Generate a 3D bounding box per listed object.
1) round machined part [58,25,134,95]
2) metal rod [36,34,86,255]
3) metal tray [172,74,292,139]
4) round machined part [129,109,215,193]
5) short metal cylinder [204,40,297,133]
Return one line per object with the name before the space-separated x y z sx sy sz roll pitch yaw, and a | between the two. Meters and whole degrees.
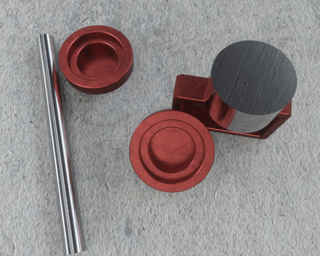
round machined part | -0.086 -0.090 0.431 0.099 0.042 0.098 0 70 -1
metal rod | -0.132 0.007 0.403 0.025 0.025 0.299 -13 71 -5
metal tray | 0.081 -0.023 0.382 0.131 0.090 0.030 9 70 3
round machined part | 0.014 0.025 0.376 0.099 0.042 0.097 0 99 2
short metal cylinder | 0.088 -0.040 0.314 0.081 0.050 0.080 0 70 0
